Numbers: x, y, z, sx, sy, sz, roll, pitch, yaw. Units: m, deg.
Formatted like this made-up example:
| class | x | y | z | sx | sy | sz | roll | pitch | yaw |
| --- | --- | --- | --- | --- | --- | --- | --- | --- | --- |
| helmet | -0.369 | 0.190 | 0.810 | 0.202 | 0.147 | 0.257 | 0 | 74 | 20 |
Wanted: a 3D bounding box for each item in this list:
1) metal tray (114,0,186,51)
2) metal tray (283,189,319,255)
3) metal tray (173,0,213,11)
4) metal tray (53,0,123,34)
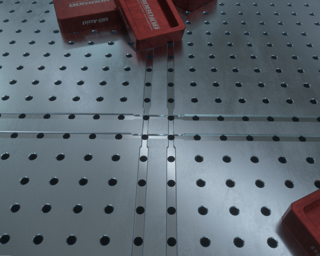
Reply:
| class | x | y | z | sx | sy | sz | roll | pitch | yaw |
| --- | --- | --- | --- | --- | --- | --- | --- | --- | --- |
| metal tray | -0.022 | -0.207 | 0.552 | 0.091 | 0.030 | 0.130 | -18 | 71 | -15 |
| metal tray | 0.201 | 0.118 | 0.305 | 0.091 | 0.030 | 0.130 | -20 | 53 | -16 |
| metal tray | 0.048 | -0.299 | 0.655 | 0.090 | 0.030 | 0.130 | -37 | 59 | -27 |
| metal tray | -0.133 | -0.229 | 0.596 | 0.131 | 0.030 | 0.090 | -14 | 52 | -12 |
